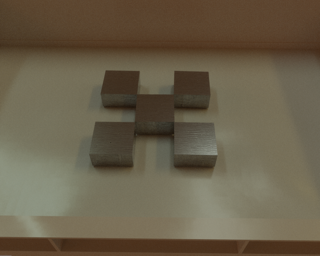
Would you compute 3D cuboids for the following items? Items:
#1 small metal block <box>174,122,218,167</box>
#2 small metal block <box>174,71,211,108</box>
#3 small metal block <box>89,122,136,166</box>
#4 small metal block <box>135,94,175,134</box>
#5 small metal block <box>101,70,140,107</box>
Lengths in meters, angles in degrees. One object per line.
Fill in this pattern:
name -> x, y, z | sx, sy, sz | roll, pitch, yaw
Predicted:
small metal block -> 0.043, 0.020, 0.385 | 0.050, 0.025, 0.050 | 1, 50, 1
small metal block -> 0.045, -0.057, 0.450 | 0.050, 0.025, 0.050 | 2, 50, 1
small metal block -> -0.057, 0.019, 0.386 | 0.050, 0.025, 0.050 | 1, 50, 0
small metal block -> -0.006, -0.019, 0.418 | 0.050, 0.025, 0.050 | 0, 50, 0
small metal block -> -0.056, -0.058, 0.450 | 0.050, 0.025, 0.050 | 1, 50, 1
